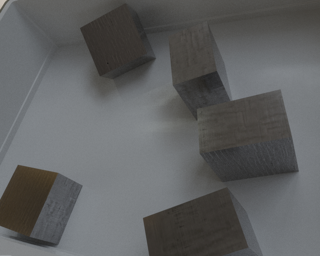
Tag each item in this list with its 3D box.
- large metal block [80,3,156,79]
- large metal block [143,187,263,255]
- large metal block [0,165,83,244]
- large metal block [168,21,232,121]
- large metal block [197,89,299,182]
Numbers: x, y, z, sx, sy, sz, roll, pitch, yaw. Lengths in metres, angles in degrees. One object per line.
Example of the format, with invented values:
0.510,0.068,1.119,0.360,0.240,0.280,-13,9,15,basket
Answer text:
-0.063,-0.131,0.480,0.080,0.050,0.080,-23,88,14,large metal block
0.042,0.103,0.285,0.080,0.080,0.050,-24,53,14,large metal block
-0.164,0.100,0.414,0.080,0.050,0.080,5,64,30,large metal block
0.052,-0.068,0.385,0.050,0.080,0.080,-16,55,19,large metal block
0.090,0.013,0.315,0.080,0.080,0.050,-13,57,21,large metal block
